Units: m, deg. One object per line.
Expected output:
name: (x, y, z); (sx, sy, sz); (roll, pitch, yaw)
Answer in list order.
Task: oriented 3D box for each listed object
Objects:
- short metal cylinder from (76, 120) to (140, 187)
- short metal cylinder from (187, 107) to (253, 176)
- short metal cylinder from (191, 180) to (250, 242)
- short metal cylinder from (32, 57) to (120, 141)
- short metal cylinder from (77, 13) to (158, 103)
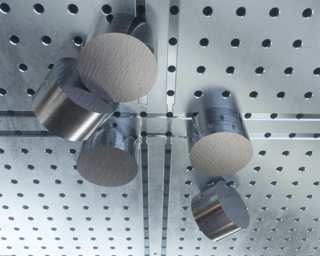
short metal cylinder: (-0.069, 0.036, 0.425); (0.081, 0.050, 0.079); (0, 130, 0)
short metal cylinder: (0.077, 0.019, 0.412); (0.081, 0.050, 0.079); (0, 130, 0)
short metal cylinder: (0.095, 0.130, 0.487); (0.080, 0.080, 0.050); (36, 121, -27)
short metal cylinder: (-0.093, -0.032, 0.347); (0.080, 0.080, 0.050); (32, 123, -24)
short metal cylinder: (-0.043, -0.074, 0.332); (0.081, 0.050, 0.079); (0, 130, 0)
